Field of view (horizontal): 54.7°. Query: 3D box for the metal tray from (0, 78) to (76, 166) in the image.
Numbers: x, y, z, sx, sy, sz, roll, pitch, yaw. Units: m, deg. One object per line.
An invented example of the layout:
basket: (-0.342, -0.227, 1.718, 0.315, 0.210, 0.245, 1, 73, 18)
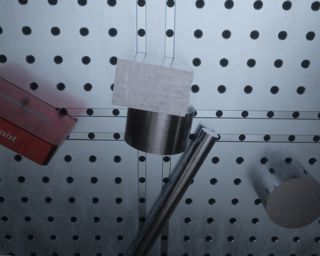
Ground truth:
metal tray: (-0.175, -0.015, 0.370, 0.130, 0.090, 0.030, 31, 107, -11)

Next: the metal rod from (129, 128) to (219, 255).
metal rod: (0.001, 0.132, 0.461, 0.025, 0.025, 0.298, 25, 108, -9)

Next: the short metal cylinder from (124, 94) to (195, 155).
short metal cylinder: (-0.001, -0.007, 0.382, 0.081, 0.080, 0.050, 8, 110, -4)

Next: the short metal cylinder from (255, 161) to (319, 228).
short metal cylinder: (0.182, 0.093, 0.437, 0.081, 0.050, 0.079, 0, 110, -1)

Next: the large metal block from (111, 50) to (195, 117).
large metal block: (-0.008, -0.055, 0.364, 0.081, 0.080, 0.050, 9, 110, -4)
